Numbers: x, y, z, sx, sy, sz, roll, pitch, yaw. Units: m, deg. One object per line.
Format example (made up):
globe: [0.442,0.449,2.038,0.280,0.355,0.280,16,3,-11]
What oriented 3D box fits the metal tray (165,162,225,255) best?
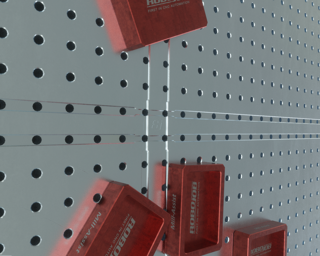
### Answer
metal tray: [0.053,0.117,0.452,0.091,0.030,0.129,4,87,-40]

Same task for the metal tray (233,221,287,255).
metal tray: [0.185,0.225,0.564,0.131,0.030,0.089,4,88,-40]

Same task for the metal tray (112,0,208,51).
metal tray: [0.002,-0.163,0.409,0.131,0.030,0.089,-29,109,-36]

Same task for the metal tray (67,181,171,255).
metal tray: [-0.050,0.141,0.365,0.090,0.030,0.130,44,64,-32]
